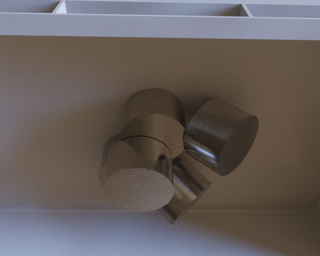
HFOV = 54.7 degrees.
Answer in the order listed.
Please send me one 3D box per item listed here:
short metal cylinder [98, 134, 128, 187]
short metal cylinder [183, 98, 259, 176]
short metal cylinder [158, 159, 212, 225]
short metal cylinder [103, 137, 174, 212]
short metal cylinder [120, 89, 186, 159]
[{"bbox_3d":[-0.042,0.053,0.436,0.081,0.050,0.079,0,130,0],"label":"short metal cylinder"},{"bbox_3d":[0.074,0.011,0.374,0.081,0.050,0.079,-32,139,-33],"label":"short metal cylinder"},{"bbox_3d":[0.028,0.090,0.439,0.050,0.081,0.079,43,128,17],"label":"short metal cylinder"},{"bbox_3d":[-0.024,0.056,0.371,0.081,0.050,0.079,0,130,0],"label":"short metal cylinder"},{"bbox_3d":[-0.008,-0.002,0.389,0.081,0.050,0.079,0,130,0],"label":"short metal cylinder"}]
